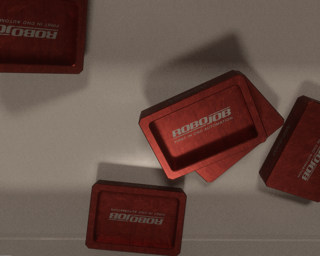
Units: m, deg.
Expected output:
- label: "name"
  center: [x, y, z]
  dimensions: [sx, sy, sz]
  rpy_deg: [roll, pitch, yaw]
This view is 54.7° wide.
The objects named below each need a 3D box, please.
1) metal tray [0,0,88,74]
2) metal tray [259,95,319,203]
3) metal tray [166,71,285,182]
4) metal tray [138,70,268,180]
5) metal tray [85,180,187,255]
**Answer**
- label: "metal tray"
  center: [-0.148, -0.106, 0.332]
  dimensions: [0.131, 0.030, 0.089]
  rpy_deg: [-5, 117, -31]
- label: "metal tray"
  center: [0.206, 0.031, 0.423]
  dimensions: [0.091, 0.030, 0.129]
  rpy_deg: [18, 109, -7]
- label: "metal tray"
  center: [0.083, 0.000, 0.410]
  dimensions: [0.130, 0.030, 0.090]
  rpy_deg: [-42, 105, 13]
- label: "metal tray"
  center: [0.051, -0.002, 0.375]
  dimensions: [0.130, 0.030, 0.090]
  rpy_deg: [-24, 109, 8]
- label: "metal tray"
  center: [-0.033, 0.126, 0.439]
  dimensions: [0.131, 0.030, 0.089]
  rpy_deg: [6, 90, -3]
